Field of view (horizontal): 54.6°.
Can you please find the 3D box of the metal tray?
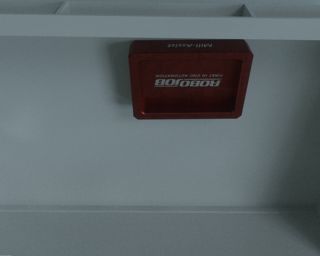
[{"bbox_3d":[0.033,-0.054,0.359,0.131,0.030,0.089,-1,130,0],"label":"metal tray"}]
